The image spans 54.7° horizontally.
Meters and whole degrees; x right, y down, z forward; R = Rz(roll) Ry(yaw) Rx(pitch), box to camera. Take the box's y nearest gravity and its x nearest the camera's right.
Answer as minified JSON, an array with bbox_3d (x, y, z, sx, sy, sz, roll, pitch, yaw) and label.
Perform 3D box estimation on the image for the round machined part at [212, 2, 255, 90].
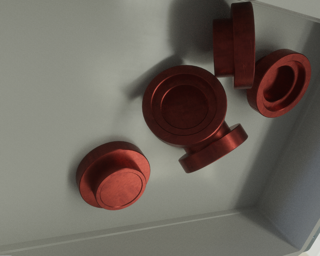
[{"bbox_3d":[0.084,-0.094,0.362,0.042,0.098,0.097,-2,126,11],"label":"round machined part"}]

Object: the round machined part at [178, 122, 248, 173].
[{"bbox_3d":[0.066,0.019,0.425,0.098,0.098,0.042,-31,88,-8],"label":"round machined part"}]

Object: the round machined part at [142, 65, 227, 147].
[{"bbox_3d":[0.030,-0.023,0.377,0.098,0.098,0.042,-39,164,-3],"label":"round machined part"}]

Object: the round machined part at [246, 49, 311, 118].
[{"bbox_3d":[0.165,-0.067,0.449,0.099,0.042,0.097,-14,125,-21],"label":"round machined part"}]

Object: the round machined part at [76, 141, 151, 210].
[{"bbox_3d":[-0.057,0.070,0.411,0.099,0.042,0.097,-14,125,-21],"label":"round machined part"}]
